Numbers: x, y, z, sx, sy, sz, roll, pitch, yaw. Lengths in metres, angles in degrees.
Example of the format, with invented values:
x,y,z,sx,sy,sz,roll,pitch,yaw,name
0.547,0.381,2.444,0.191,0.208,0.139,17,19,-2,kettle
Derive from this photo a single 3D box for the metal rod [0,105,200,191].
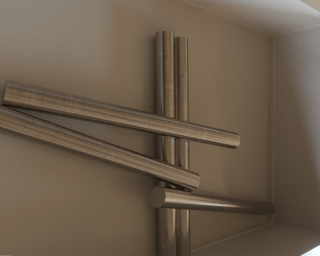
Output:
x,y,z,sx,sy,sz,roll,pitch,yaw,name
-0.073,0.022,0.328,0.302,0.025,0.025,23,76,-32,metal rod

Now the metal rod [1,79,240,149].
x,y,z,sx,sy,sz,roll,pitch,yaw,name
-0.018,-0.007,0.366,0.302,0.025,0.025,12,83,-32,metal rod

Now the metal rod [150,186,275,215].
x,y,z,sx,sy,sz,roll,pitch,yaw,name
0.100,0.115,0.469,0.302,0.025,0.025,19,78,-44,metal rod

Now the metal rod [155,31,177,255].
x,y,z,sx,sy,sz,roll,pitch,yaw,name
0.008,0.024,0.412,0.025,0.025,0.298,-2,91,-40,metal rod

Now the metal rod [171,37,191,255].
x,y,z,sx,sy,sz,roll,pitch,yaw,name
0.028,0.027,0.428,0.025,0.025,0.298,-1,91,-40,metal rod
